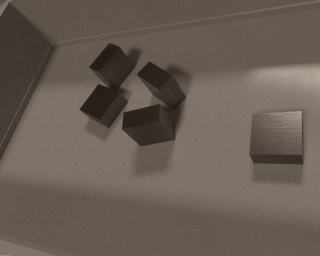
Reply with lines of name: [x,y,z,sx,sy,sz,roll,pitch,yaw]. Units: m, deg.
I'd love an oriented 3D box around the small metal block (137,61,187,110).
small metal block: [0.003,-0.057,0.422,0.025,0.050,0.050,-47,52,-5]

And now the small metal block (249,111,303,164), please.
small metal block: [0.126,0.011,0.333,0.050,0.025,0.050,-2,61,27]

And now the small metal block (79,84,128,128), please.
small metal block: [-0.085,-0.034,0.469,0.050,0.025,0.050,24,75,36]

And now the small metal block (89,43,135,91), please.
small metal block: [-0.074,-0.095,0.485,0.025,0.050,0.050,29,78,37]

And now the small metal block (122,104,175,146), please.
small metal block: [-0.013,-0.002,0.397,0.050,0.050,0.025,-12,57,21]
